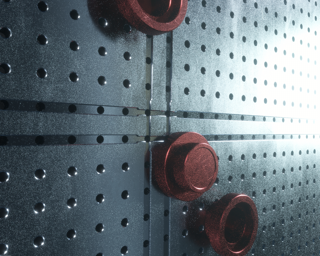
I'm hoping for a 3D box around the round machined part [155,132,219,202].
[{"bbox_3d":[0.044,0.054,0.434,0.099,0.042,0.097,0,90,-40],"label":"round machined part"}]

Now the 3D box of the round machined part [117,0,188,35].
[{"bbox_3d":[-0.015,-0.164,0.384,0.099,0.042,0.097,0,90,-40],"label":"round machined part"}]

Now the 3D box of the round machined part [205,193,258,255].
[{"bbox_3d":[0.109,0.151,0.488,0.099,0.042,0.097,0,90,-40],"label":"round machined part"}]
